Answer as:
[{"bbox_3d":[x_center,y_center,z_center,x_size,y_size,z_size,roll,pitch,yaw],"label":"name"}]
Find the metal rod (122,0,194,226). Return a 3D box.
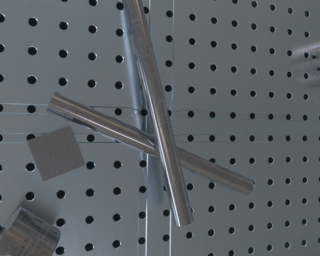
[{"bbox_3d":[-0.004,-0.028,0.391,0.025,0.025,0.298,-12,87,-20],"label":"metal rod"}]

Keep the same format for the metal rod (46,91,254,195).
[{"bbox_3d":[0.001,0.028,0.413,0.302,0.025,0.025,25,82,-19],"label":"metal rod"}]

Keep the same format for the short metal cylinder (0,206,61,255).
[{"bbox_3d":[-0.152,0.131,0.328,0.050,0.080,0.080,40,77,-16],"label":"short metal cylinder"}]

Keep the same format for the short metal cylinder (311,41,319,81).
[{"bbox_3d":[0.299,-0.114,0.510,0.081,0.050,0.079,0,90,-20],"label":"short metal cylinder"}]

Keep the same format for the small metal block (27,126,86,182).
[{"bbox_3d":[-0.123,0.029,0.368,0.050,0.025,0.050,-21,97,-19],"label":"small metal block"}]
